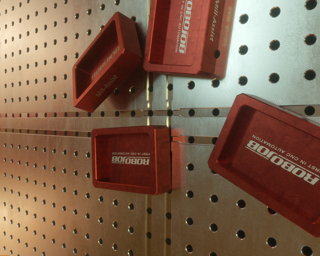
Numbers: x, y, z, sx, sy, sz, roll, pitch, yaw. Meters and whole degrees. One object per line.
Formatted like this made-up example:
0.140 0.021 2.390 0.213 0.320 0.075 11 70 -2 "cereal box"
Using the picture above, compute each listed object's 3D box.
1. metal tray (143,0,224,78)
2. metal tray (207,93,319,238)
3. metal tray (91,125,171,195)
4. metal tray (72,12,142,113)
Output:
0.029 -0.131 0.383 0.090 0.030 0.129 13 98 39 "metal tray"
0.120 0.030 0.307 0.130 0.030 0.089 32 110 35 "metal tray"
-0.045 0.043 0.444 0.130 0.030 0.090 -3 88 40 "metal tray"
-0.083 -0.094 0.458 0.130 0.030 0.090 -39 47 33 "metal tray"
